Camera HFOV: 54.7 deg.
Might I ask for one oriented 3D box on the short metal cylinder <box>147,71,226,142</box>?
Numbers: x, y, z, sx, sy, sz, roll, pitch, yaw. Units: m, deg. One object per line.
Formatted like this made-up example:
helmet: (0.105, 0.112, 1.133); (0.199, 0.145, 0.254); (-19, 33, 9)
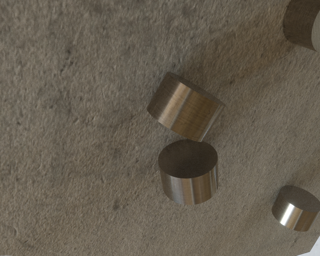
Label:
short metal cylinder: (0.031, -0.026, 0.374); (0.080, 0.080, 0.050); (19, 108, -36)

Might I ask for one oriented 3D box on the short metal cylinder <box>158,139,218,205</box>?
short metal cylinder: (0.041, 0.060, 0.432); (0.081, 0.080, 0.050); (-21, 127, -17)

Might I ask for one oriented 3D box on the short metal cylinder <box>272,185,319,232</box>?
short metal cylinder: (0.274, 0.161, 0.625); (0.081, 0.080, 0.050); (-1, 119, -28)

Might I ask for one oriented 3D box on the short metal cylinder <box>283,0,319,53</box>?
short metal cylinder: (0.217, -0.148, 0.421); (0.081, 0.050, 0.079); (-14, 125, -21)
